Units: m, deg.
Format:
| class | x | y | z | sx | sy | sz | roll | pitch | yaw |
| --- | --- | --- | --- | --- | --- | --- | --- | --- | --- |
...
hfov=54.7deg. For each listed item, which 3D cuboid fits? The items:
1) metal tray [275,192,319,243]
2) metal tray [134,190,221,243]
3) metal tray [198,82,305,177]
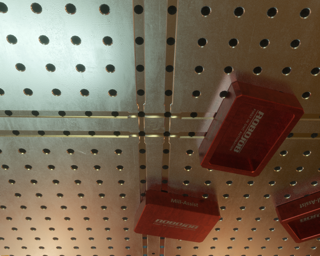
| class | x | y | z | sx | sy | sz | roll | pitch | yaw |
| --- | --- | --- | --- | --- | --- | --- | --- | --- | --- |
| metal tray | 0.283 | 0.151 | 0.541 | 0.130 | 0.030 | 0.090 | -28 | 125 | 21 |
| metal tray | 0.028 | 0.157 | 0.543 | 0.131 | 0.030 | 0.089 | 13 | 129 | -11 |
| metal tray | 0.116 | 0.007 | 0.416 | 0.091 | 0.030 | 0.129 | 12 | 129 | -10 |
